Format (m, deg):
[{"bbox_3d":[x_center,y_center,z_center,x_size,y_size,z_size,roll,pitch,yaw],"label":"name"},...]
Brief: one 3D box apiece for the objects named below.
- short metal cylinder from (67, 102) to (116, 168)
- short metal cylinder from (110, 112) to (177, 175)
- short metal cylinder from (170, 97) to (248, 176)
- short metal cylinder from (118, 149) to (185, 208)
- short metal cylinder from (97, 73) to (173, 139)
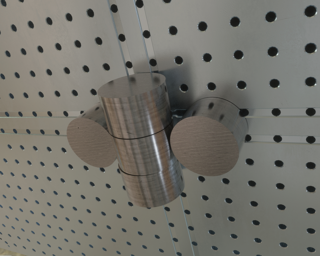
[{"bbox_3d":[-0.084,0.010,0.442,0.080,0.050,0.079,13,124,20],"label":"short metal cylinder"},{"bbox_3d":[-0.019,0.016,0.393,0.080,0.080,0.050,2,119,27],"label":"short metal cylinder"},{"bbox_3d":[0.059,0.010,0.368,0.080,0.050,0.079,13,124,20],"label":"short metal cylinder"},{"bbox_3d":[-0.010,0.061,0.417,0.080,0.080,0.050,1,119,27],"label":"short metal cylinder"},{"bbox_3d":[-0.028,-0.029,0.370,0.080,0.080,0.050,3,120,26],"label":"short metal cylinder"}]
